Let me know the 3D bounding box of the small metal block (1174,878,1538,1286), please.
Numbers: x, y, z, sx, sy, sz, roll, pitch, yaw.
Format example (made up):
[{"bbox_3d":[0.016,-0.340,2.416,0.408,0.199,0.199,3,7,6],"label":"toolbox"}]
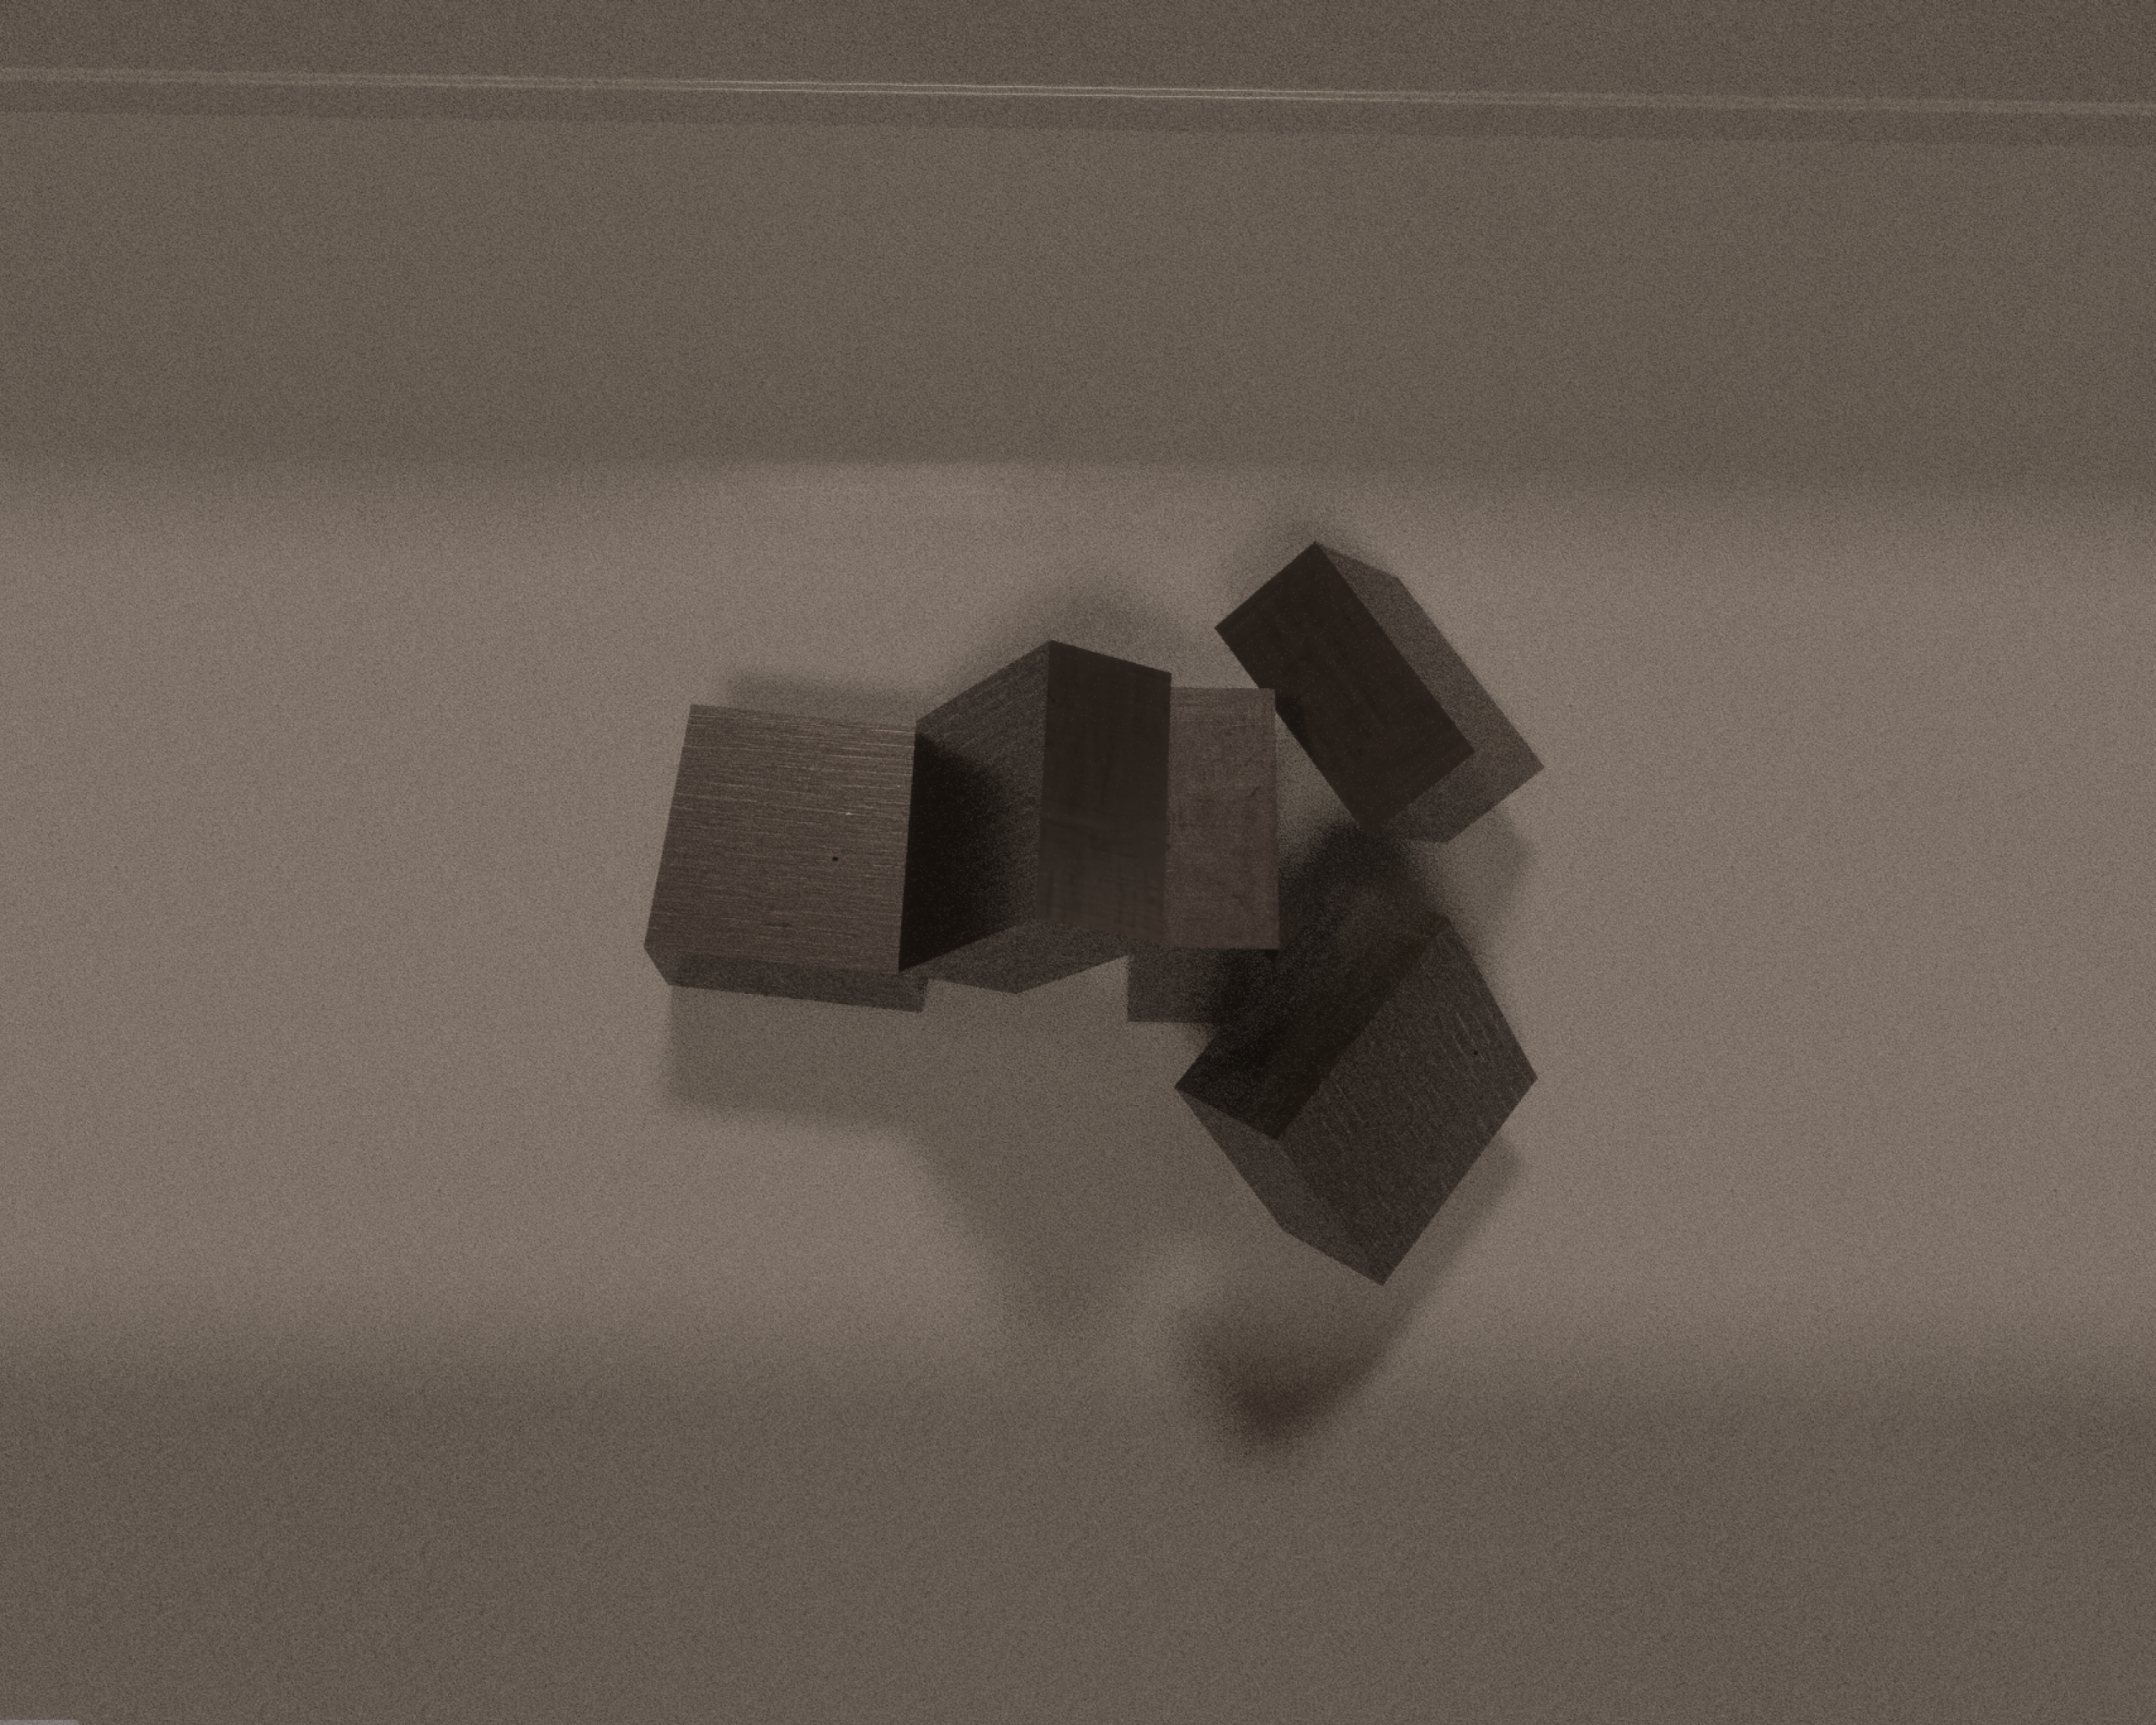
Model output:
[{"bbox_3d":[0.052,0.040,0.378,0.025,0.050,0.050,23,67,45],"label":"small metal block"}]

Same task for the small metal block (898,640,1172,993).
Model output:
[{"bbox_3d":[-0.008,-0.007,0.378,0.025,0.050,0.050,13,70,-29],"label":"small metal block"}]

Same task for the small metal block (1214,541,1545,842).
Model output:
[{"bbox_3d":[0.059,-0.032,0.404,0.025,0.050,0.050,-40,73,20],"label":"small metal block"}]

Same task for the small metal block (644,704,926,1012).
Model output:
[{"bbox_3d":[-0.053,-0.001,0.406,0.050,0.025,0.050,6,70,2],"label":"small metal block"}]

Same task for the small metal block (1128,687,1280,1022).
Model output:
[{"bbox_3d":[0.023,0.000,0.395,0.025,0.050,0.050,1,70,0],"label":"small metal block"}]
